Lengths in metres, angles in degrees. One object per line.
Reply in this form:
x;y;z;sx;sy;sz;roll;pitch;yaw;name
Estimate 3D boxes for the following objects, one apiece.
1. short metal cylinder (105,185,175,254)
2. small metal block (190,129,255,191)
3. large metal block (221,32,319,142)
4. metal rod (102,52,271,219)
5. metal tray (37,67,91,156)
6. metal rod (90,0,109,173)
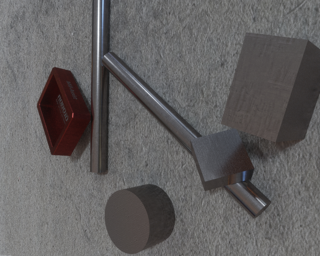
-0.027;0.118;0.409;0.080;0.050;0.079;0;90;39;short metal cylinder
0.064;0.033;0.326;0.050;0.025;0.050;-14;56;-2;small metal block
0.107;-0.034;0.280;0.050;0.081;0.079;22;104;37;large metal block
0.014;-0.009;0.391;0.300;0.025;0.025;46;117;30;metal rod
-0.164;-0.029;0.516;0.089;0.030;0.130;-55;48;27;metal tray
-0.093;-0.082;0.479;0.025;0.025;0.298;2;91;39;metal rod
